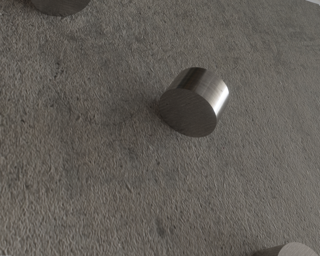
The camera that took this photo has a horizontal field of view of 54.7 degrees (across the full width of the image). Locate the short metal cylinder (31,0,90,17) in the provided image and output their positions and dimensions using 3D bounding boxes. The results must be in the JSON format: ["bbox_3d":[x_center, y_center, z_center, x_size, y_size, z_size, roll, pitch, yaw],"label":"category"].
[{"bbox_3d":[-0.137,-0.198,0.416,0.081,0.080,0.050,-6,65,-31],"label":"short metal cylinder"}]

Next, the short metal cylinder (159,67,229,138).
[{"bbox_3d":[0.046,-0.033,0.413,0.080,0.080,0.050,37,51,-3],"label":"short metal cylinder"}]

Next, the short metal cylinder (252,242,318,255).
[{"bbox_3d":[0.149,0.179,0.358,0.081,0.050,0.080,14,56,-21],"label":"short metal cylinder"}]
